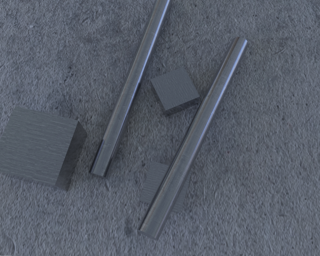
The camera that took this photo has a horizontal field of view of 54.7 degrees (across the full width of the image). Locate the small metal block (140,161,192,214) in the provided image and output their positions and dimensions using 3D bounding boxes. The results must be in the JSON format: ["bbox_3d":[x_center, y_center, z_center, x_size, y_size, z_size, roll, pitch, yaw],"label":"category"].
[{"bbox_3d":[0.007,0.073,0.381,0.050,0.025,0.050,15,71,5],"label":"small metal block"}]

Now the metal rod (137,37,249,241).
[{"bbox_3d":[0.052,-0.005,0.392,0.025,0.025,0.300,25,65,8],"label":"metal rod"}]

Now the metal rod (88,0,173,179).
[{"bbox_3d":[-0.034,-0.075,0.434,0.025,0.025,0.299,16,71,5],"label":"metal rod"}]

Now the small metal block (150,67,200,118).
[{"bbox_3d":[0.020,-0.050,0.426,0.050,0.025,0.050,-23,72,-9],"label":"small metal block"}]

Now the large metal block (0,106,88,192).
[{"bbox_3d":[-0.146,0.027,0.383,0.080,0.050,0.080,13,70,4],"label":"large metal block"}]
